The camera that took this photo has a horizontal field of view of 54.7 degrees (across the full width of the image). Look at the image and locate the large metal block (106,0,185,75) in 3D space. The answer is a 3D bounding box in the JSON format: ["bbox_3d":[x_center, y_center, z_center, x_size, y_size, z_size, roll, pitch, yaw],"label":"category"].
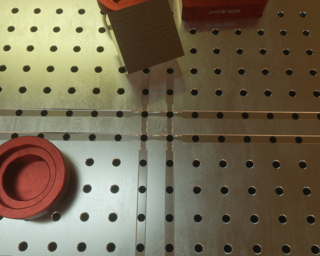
[{"bbox_3d":[-0.021,-0.125,0.425,0.080,0.050,0.080,-20,104,-7],"label":"large metal block"}]

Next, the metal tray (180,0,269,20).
[{"bbox_3d":[0.096,-0.220,0.489,0.131,0.030,0.090,-4,70,-2],"label":"metal tray"}]

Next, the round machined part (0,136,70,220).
[{"bbox_3d":[-0.159,0.062,0.379,0.099,0.042,0.098,0,70,0],"label":"round machined part"}]

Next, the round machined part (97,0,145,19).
[{"bbox_3d":[-0.048,-0.202,0.476,0.099,0.042,0.098,0,70,0],"label":"round machined part"}]
